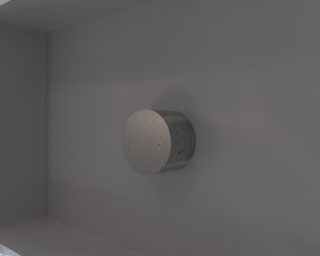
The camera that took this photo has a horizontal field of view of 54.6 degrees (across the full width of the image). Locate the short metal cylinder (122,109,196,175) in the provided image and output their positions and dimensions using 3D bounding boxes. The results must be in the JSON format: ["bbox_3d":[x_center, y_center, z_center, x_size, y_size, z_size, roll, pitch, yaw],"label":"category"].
[{"bbox_3d":[-0.002,0.017,0.393,0.080,0.050,0.080,0,90,40],"label":"short metal cylinder"}]
